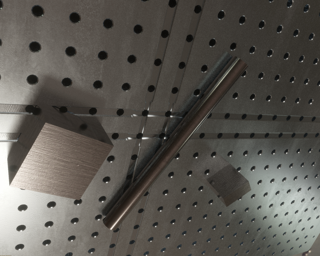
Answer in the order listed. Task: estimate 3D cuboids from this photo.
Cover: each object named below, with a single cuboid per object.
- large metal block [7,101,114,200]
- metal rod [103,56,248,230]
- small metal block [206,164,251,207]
[{"bbox_3d":[-0.113,0.028,0.351,0.080,0.050,0.080,24,105,-37],"label":"large metal block"},{"bbox_3d":[0.017,0.026,0.438,0.025,0.025,0.299,32,101,-39],"label":"metal rod"},{"bbox_3d":[0.115,0.095,0.519,0.050,0.050,0.025,-32,129,-8],"label":"small metal block"}]
